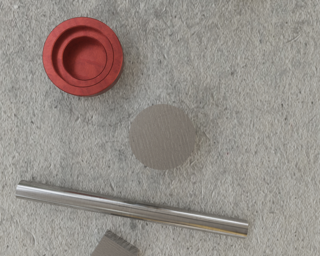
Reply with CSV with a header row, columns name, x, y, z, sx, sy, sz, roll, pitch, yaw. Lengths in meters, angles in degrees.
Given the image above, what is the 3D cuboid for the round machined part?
name,x,y,z,sx,sy,sz,roll,pitch,yaw
round machined part,-0.095,-0.088,0.401,0.099,0.042,0.097,0,90,0

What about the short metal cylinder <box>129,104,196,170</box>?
name,x,y,z,sx,sy,sz,roll,pitch,yaw
short metal cylinder,0.003,0.011,0.397,0.081,0.050,0.079,0,90,0

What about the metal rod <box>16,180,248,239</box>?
name,x,y,z,sx,sy,sz,roll,pitch,yaw
metal rod,-0.036,0.107,0.409,0.302,0.025,0.025,10,90,0

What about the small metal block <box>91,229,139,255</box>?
name,x,y,z,sx,sy,sz,roll,pitch,yaw
small metal block,-0.064,0.172,0.409,0.050,0.025,0.050,33,90,0
